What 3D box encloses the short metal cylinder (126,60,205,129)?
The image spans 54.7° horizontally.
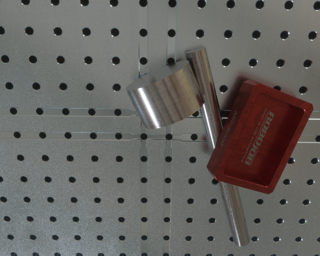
[{"bbox_3d":[0.006,-0.041,0.369,0.080,0.080,0.050,-22,109,8],"label":"short metal cylinder"}]

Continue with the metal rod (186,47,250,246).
[{"bbox_3d":[0.085,0.039,0.428,0.025,0.025,0.298,-15,110,5],"label":"metal rod"}]

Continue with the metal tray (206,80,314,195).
[{"bbox_3d":[0.127,0.014,0.399,0.091,0.030,0.129,18,102,-17],"label":"metal tray"}]
